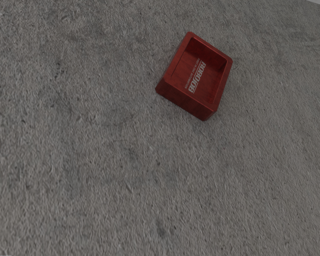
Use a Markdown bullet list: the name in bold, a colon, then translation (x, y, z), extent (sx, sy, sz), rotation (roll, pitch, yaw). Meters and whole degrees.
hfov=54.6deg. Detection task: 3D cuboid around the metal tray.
- **metal tray**: translation (0.057, -0.083, 0.481), extent (0.090, 0.030, 0.130), rotation (31, 52, -8)
